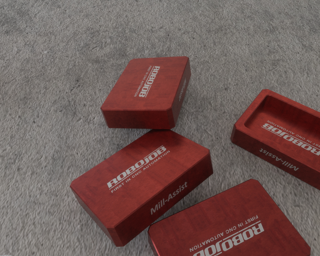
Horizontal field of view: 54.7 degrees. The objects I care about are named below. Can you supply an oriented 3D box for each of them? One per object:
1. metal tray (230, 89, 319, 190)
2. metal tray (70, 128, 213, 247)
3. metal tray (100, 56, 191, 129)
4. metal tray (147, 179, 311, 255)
[{"bbox_3d":[0.169,0.010,0.392,0.130,0.030,0.090,30,56,23],"label":"metal tray"},{"bbox_3d":[-0.019,0.054,0.335,0.131,0.030,0.090,-33,37,-25],"label":"metal tray"},{"bbox_3d":[-0.013,-0.052,0.419,0.090,0.030,0.130,1,40,17],"label":"metal tray"},{"bbox_3d":[0.064,0.115,0.304,0.131,0.030,0.090,-20,53,-16],"label":"metal tray"}]
